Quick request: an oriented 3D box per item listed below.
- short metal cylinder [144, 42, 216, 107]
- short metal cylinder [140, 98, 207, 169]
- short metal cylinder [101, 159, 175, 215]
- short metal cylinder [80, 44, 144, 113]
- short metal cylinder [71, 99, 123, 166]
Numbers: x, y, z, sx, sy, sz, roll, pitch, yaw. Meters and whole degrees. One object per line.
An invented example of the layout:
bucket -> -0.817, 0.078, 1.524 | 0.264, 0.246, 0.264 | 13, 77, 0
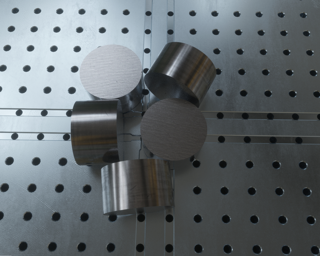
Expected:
short metal cylinder -> 0.026, -0.066, 0.407 | 0.080, 0.080, 0.050 | 27, 72, 9
short metal cylinder -> 0.016, 0.008, 0.395 | 0.081, 0.050, 0.080 | 0, 70, -1
short metal cylinder -> -0.026, 0.070, 0.356 | 0.081, 0.080, 0.050 | -6, 71, -2
short metal cylinder -> -0.063, -0.065, 0.421 | 0.080, 0.050, 0.080 | 0, 70, 1
short metal cylinder -> -0.074, 0.005, 0.381 | 0.050, 0.080, 0.080 | -2, 70, -1
